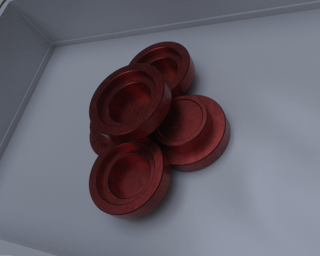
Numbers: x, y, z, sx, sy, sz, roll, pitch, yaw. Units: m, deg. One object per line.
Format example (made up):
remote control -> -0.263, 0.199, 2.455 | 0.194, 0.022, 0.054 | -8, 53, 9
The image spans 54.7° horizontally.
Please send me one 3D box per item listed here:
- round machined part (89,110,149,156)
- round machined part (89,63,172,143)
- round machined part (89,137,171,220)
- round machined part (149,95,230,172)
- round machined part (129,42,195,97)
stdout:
round machined part -> -0.056, -0.003, 0.422 | 0.098, 0.042, 0.098 | -13, 56, 20
round machined part -> -0.031, -0.025, 0.369 | 0.098, 0.042, 0.098 | -13, 56, 20
round machined part -> -0.032, 0.060, 0.371 | 0.098, 0.042, 0.098 | -13, 56, 20
round machined part -> 0.031, 0.000, 0.375 | 0.098, 0.042, 0.098 | -13, 56, 20
round machined part -> 0.002, -0.069, 0.432 | 0.098, 0.042, 0.098 | -13, 56, 20
